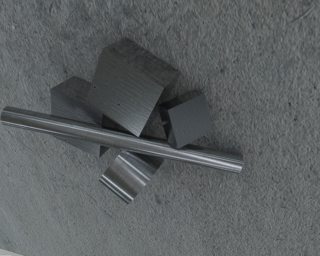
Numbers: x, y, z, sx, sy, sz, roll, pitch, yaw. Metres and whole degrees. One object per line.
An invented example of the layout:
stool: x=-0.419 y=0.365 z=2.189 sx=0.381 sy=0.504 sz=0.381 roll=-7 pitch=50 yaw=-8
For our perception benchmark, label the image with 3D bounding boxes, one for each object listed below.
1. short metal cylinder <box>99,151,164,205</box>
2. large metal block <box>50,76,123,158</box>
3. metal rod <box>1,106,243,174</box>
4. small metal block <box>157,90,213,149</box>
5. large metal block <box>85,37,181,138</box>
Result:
short metal cylinder: x=-0.039 y=0.058 z=0.429 sx=0.050 sy=0.080 sz=0.080 roll=39 pitch=129 yaw=1
large metal block: x=-0.103 y=-0.016 z=0.436 sx=0.080 sy=0.050 sz=0.079 roll=23 pitch=127 yaw=14
metal rod: x=-0.048 y=0.015 z=0.389 sx=0.302 sy=0.025 sz=0.025 roll=12 pitch=125 yaw=2
small metal block: x=0.030 y=-0.011 z=0.366 sx=0.025 sy=0.050 sz=0.050 roll=29 pitch=140 yaw=58
large metal block: x=-0.034 y=-0.049 z=0.376 sx=0.080 sy=0.050 sz=0.079 roll=34 pitch=129 yaw=5
